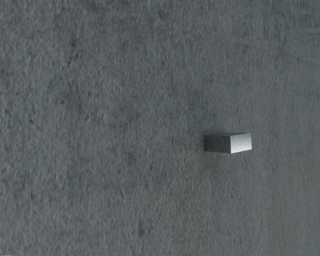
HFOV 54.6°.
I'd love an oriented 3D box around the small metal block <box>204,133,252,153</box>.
[{"bbox_3d":[0.103,0.022,0.474,0.050,0.050,0.025,-6,94,-40],"label":"small metal block"}]
